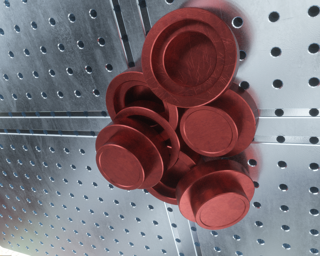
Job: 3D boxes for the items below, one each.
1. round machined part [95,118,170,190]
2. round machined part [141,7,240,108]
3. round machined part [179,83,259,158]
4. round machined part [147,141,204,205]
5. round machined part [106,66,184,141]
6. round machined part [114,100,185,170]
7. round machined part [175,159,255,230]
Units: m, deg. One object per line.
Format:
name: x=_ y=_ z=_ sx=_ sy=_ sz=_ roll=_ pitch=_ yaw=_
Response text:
round machined part: x=-0.041 y=0.039 z=0.392 sx=0.098 sy=0.042 sz=0.097 roll=13 pitch=124 yaw=21
round machined part: x=0.034 y=-0.071 z=0.324 sx=0.098 sy=0.042 sz=0.097 roll=3 pitch=99 yaw=21
round machined part: x=0.062 y=-0.005 z=0.364 sx=0.098 sy=0.042 sz=0.097 roll=13 pitch=124 yaw=21
round machined part: x=0.019 y=0.054 z=0.424 sx=0.098 sy=0.042 sz=0.097 roll=13 pitch=124 yaw=21
round machined part: x=-0.015 y=-0.031 z=0.390 sx=0.098 sy=0.042 sz=0.097 roll=13 pitch=124 yaw=21
round machined part: x=-0.012 y=0.007 z=0.411 sx=0.098 sy=0.042 sz=0.097 roll=13 pitch=124 yaw=21
round machined part: x=0.072 y=0.089 z=0.386 sx=0.099 sy=0.042 sz=0.097 roll=-6 pitch=127 yaw=-8
